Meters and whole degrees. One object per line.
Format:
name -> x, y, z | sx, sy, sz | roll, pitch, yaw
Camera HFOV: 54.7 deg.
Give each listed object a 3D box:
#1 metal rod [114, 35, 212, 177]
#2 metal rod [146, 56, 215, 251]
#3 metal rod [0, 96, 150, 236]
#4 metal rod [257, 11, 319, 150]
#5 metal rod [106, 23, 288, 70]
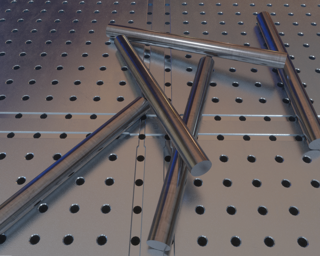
metal rod -> -0.011, -0.053, 0.431 | 0.025, 0.025, 0.300 | -17, 46, -14
metal rod -> 0.037, 0.006, 0.402 | 0.025, 0.025, 0.300 | 12, 51, 9
metal rod -> -0.120, 0.054, 0.360 | 0.025, 0.025, 0.301 | 33, 57, 24
metal rod -> 0.198, -0.094, 0.489 | 0.025, 0.025, 0.300 | -1, 50, -1
metal rod -> 0.049, -0.137, 0.509 | 0.301, 0.025, 0.025 | 15, 51, 17
